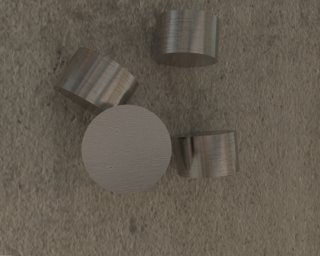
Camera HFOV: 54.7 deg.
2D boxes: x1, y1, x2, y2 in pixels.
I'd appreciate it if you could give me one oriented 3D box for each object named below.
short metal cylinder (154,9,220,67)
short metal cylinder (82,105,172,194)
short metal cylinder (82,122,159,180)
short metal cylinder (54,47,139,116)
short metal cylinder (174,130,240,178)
[{"bbox_3d":[0.034,-0.110,0.393,0.081,0.080,0.050,3,89,-20],"label":"short metal cylinder"},{"bbox_3d":[-0.034,0.020,0.300,0.081,0.050,0.080,1,87,-13],"label":"short metal cylinder"},{"bbox_3d":[-0.044,0.029,0.364,0.080,0.080,0.050,21,83,-19],"label":"short metal cylinder"},{"bbox_3d":[-0.072,-0.047,0.354,0.080,0.080,0.050,32,80,-18],"label":"short metal cylinder"},{"bbox_3d":[0.061,0.032,0.404,0.081,0.080,0.050,-6,93,-20],"label":"short metal cylinder"}]
